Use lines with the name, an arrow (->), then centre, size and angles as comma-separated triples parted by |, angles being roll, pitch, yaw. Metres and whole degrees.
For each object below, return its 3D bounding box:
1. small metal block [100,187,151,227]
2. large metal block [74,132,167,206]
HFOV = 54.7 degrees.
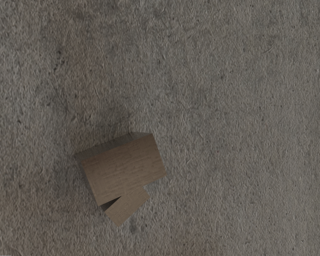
small metal block -> -0.046, 0.088, 0.380 | 0.050, 0.050, 0.025 | -41, 104, -16
large metal block -> -0.049, 0.042, 0.362 | 0.081, 0.080, 0.050 | -21, 98, -19
